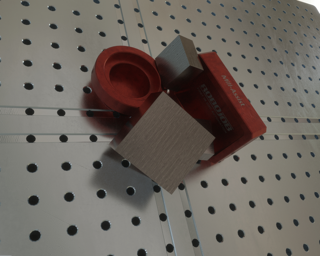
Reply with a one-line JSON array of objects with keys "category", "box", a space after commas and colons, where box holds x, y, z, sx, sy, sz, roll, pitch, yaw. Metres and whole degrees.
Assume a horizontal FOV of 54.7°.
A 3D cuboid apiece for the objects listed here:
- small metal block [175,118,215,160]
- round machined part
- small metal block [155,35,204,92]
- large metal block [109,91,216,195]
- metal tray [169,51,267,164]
[{"category": "small metal block", "box": [0.043, 0.014, 0.418, 0.050, 0.025, 0.050, 6, 63, -13]}, {"category": "round machined part", "box": [-0.043, -0.058, 0.410, 0.099, 0.042, 0.098, 14, 56, -21]}, {"category": "small metal block", "box": [0.024, -0.083, 0.405, 0.025, 0.050, 0.050, 9, 55, -41]}, {"category": "large metal block", "box": [0.001, 0.015, 0.356, 0.080, 0.050, 0.080, 41, 82, -15]}, {"category": "metal tray", "box": [0.073, -0.027, 0.424, 0.030, 0.090, 0.130, -19, 72, -36]}]
